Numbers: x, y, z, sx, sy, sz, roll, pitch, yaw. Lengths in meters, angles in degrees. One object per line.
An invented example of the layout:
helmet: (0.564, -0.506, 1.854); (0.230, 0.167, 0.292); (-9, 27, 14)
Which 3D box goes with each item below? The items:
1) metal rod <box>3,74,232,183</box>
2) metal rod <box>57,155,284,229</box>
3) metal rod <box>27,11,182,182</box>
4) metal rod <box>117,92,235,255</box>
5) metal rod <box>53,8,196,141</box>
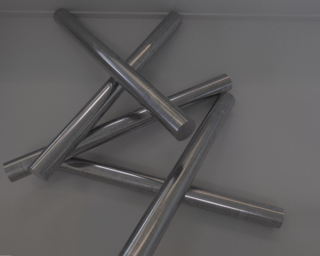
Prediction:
metal rod: (-0.040, -0.007, 0.395); (0.302, 0.025, 0.025); (-23, 72, -15)
metal rod: (-0.002, 0.072, 0.383); (0.301, 0.025, 0.025); (14, 71, 5)
metal rod: (-0.053, -0.058, 0.398); (0.025, 0.025, 0.301); (30, 61, 10)
metal rod: (0.024, 0.049, 0.324); (0.025, 0.025, 0.301); (29, 46, 10)
metal rod: (-0.063, -0.084, 0.387); (0.025, 0.025, 0.300); (-37, 54, -12)
